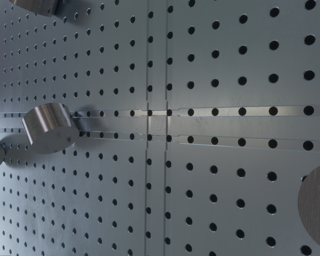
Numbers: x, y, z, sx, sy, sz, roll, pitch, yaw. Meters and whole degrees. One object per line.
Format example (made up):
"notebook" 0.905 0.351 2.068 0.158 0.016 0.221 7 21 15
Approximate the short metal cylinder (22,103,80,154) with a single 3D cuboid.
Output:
"short metal cylinder" -0.185 0.002 0.526 0.080 0.081 0.050 -45 63 31

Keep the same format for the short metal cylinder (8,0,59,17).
"short metal cylinder" -0.226 -0.242 0.560 0.080 0.081 0.050 40 114 33

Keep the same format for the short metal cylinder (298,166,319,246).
"short metal cylinder" 0.164 0.064 0.257 0.080 0.050 0.079 0 90 40

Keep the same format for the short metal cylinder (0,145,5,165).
"short metal cylinder" -0.408 0.058 0.711 0.050 0.081 0.079 36 112 34
